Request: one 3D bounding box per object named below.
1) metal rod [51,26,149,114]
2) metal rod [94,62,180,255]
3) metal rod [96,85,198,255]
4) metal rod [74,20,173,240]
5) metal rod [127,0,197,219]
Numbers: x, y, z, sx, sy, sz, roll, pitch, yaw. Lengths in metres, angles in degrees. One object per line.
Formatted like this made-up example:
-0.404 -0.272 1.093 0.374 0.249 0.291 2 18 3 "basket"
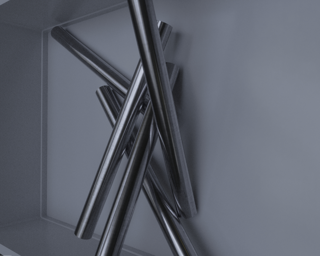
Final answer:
-0.089 -0.090 0.480 0.300 0.025 0.025 40 115 32 "metal rod"
-0.031 0.058 0.351 0.025 0.025 0.299 2 66 40 "metal rod"
-0.022 0.057 0.408 0.025 0.025 0.299 -48 57 29 "metal rod"
-0.050 0.007 0.406 0.025 0.025 0.298 27 98 37 "metal rod"
0.001 -0.035 0.339 0.025 0.025 0.298 2 112 40 "metal rod"
